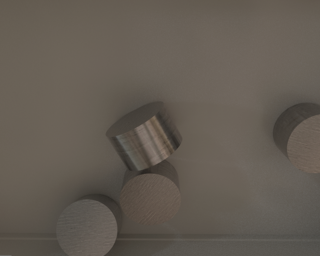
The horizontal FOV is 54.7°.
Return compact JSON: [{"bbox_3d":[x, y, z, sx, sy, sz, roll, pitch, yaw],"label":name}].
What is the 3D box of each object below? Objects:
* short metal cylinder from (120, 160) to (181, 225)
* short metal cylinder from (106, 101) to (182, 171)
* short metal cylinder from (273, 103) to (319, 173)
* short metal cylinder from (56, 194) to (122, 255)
[{"bbox_3d":[-0.013,0.086,0.430,0.081,0.050,0.079,0,110,-1],"label":"short metal cylinder"},{"bbox_3d":[-0.019,0.009,0.385,0.080,0.080,0.050,-26,108,9],"label":"short metal cylinder"},{"bbox_3d":[0.197,0.012,0.405,0.081,0.050,0.079,0,110,-1],"label":"short metal cylinder"},{"bbox_3d":[-0.096,0.136,0.432,0.081,0.050,0.080,0,86,0],"label":"short metal cylinder"}]
